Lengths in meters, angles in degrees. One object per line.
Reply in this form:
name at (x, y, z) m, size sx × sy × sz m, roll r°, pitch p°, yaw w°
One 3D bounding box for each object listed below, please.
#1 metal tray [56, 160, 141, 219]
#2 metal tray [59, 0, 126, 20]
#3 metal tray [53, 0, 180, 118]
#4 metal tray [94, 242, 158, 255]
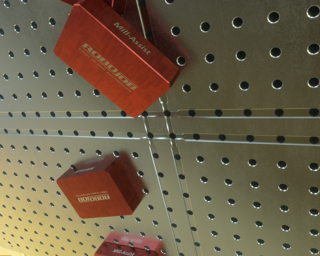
metal tray at (-0.107, 0.109, 0.533) m, size 0.130 × 0.030 × 0.090 m, roll -15°, pitch 111°, yaw 34°
metal tray at (-0.096, -0.187, 0.344) m, size 0.130 × 0.030 × 0.089 m, roll 27°, pitch 128°, yaw 11°
metal tray at (-0.053, -0.078, 0.364) m, size 0.130 × 0.030 × 0.090 m, roll 40°, pitch 141°, yaw -11°
metal tray at (-0.058, 0.277, 0.610) m, size 0.130 × 0.030 × 0.090 m, roll -2°, pitch 118°, yaw 29°
